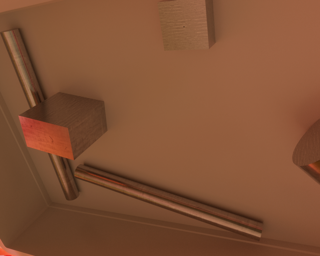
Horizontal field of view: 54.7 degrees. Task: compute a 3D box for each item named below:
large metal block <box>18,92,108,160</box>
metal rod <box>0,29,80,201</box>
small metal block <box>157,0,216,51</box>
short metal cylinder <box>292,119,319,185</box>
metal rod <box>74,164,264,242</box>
[{"bbox_3d":[-0.133,-0.006,0.437,0.080,0.080,0.050,13,124,21],"label":"large metal block"},{"bbox_3d":[-0.185,-0.006,0.499,0.025,0.025,0.298,3,120,26],"label":"metal rod"},{"bbox_3d":[0.029,-0.110,0.325,0.050,0.025,0.050,5,121,25],"label":"small metal block"},{"bbox_3d":[0.176,0.021,0.294,0.050,0.080,0.080,40,129,0],"label":"short metal cylinder"},{"bbox_3d":[0.001,0.108,0.473,0.301,0.025,0.025,14,124,19],"label":"metal rod"}]
